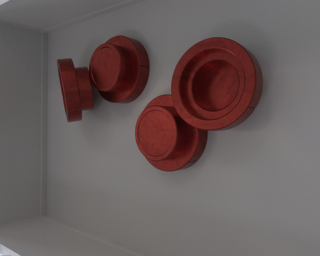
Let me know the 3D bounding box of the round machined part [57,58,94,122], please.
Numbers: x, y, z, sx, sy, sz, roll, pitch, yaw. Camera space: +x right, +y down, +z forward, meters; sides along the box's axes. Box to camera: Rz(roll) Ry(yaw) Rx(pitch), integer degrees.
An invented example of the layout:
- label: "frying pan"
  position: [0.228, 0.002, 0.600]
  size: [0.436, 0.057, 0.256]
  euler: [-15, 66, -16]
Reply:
- label: "round machined part"
  position: [-0.131, -0.060, 0.485]
  size: [0.098, 0.042, 0.097]
  euler: [170, 90, -72]

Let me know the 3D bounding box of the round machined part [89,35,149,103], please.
- label: "round machined part"
  position: [-0.065, -0.085, 0.450]
  size: [0.098, 0.042, 0.097]
  euler: [0, 90, 40]

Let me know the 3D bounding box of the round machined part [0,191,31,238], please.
- label: "round machined part"
  position: [-0.322, 0.187, 0.665]
  size: [0.098, 0.042, 0.097]
  euler: [0, 90, 40]

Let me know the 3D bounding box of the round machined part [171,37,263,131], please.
- label: "round machined part"
  position: [0.064, -0.045, 0.340]
  size: [0.098, 0.042, 0.097]
  euler: [-2, 87, 36]

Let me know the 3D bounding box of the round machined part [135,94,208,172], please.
- label: "round machined part"
  position: [0.007, 0.006, 0.390]
  size: [0.098, 0.042, 0.097]
  euler: [0, 90, 40]
